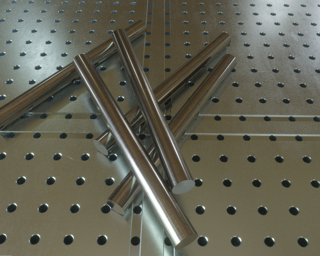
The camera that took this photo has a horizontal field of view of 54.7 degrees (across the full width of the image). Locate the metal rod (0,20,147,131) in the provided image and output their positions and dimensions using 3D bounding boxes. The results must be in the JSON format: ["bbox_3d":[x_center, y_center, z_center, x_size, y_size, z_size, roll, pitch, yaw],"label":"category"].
[{"bbox_3d":[-0.127,-0.095,0.485,0.025,0.025,0.301,32,56,23],"label":"metal rod"}]

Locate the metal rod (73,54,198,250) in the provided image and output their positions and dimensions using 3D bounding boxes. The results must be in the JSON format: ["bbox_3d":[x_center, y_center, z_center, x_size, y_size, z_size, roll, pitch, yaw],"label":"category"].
[{"bbox_3d":[-0.046,0.003,0.370,0.025,0.025,0.300,-22,53,-18],"label":"metal rod"}]

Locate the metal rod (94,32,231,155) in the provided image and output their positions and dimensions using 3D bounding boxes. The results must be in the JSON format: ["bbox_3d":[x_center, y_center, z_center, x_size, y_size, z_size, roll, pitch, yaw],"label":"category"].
[{"bbox_3d":[0.020,-0.065,0.462,0.025,0.025,0.301,31,56,23],"label":"metal rod"}]

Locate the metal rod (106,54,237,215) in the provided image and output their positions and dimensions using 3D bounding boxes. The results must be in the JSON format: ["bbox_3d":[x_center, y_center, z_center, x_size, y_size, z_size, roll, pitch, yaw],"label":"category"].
[{"bbox_3d":[0.032,-0.012,0.417,0.025,0.025,0.301,26,54,20],"label":"metal rod"}]

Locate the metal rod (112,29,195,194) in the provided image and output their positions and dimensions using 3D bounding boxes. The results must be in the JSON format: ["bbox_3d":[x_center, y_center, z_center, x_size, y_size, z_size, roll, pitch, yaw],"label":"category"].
[{"bbox_3d":[-0.021,-0.045,0.411,0.025,0.025,0.300,-13,49,-11],"label":"metal rod"}]
